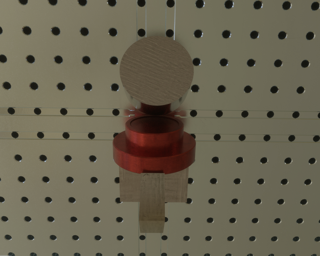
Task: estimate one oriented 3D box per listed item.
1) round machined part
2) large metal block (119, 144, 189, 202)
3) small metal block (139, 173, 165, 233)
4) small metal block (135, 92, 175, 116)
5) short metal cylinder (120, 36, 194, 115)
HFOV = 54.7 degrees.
[{"bbox_3d":[-0.006,0.014,0.368,0.099,0.098,0.042,1,110,-1],"label":"round machined part"},{"bbox_3d":[-0.008,0.052,0.402,0.081,0.080,0.050,1,110,-1],"label":"large metal block"},{"bbox_3d":[-0.008,0.082,0.333,0.025,0.050,0.050,1,148,-1],"label":"small metal block"},{"bbox_3d":[-0.007,-0.025,0.403,0.050,0.025,0.050,1,110,-1],"label":"small metal block"},{"bbox_3d":[-0.004,-0.059,0.360,0.081,0.050,0.080,0,80,-1],"label":"short metal cylinder"}]
